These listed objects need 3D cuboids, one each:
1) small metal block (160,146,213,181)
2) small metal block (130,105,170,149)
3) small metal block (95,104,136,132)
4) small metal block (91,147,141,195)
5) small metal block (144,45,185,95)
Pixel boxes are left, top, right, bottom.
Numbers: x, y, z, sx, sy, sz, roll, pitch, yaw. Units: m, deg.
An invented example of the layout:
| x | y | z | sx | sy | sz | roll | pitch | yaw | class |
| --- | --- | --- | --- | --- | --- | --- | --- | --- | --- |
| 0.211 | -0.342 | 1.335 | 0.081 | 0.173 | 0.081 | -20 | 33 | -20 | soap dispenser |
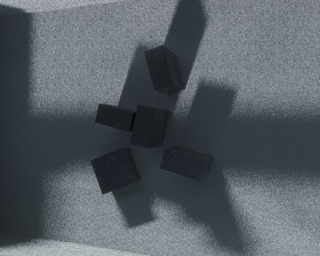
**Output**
| x | y | z | sx | sy | sz | roll | pitch | yaw | class |
| --- | --- | --- | --- | --- | --- | --- | --- | --- | --- |
| 0.034 | 0.042 | 0.385 | 0.050 | 0.050 | 0.025 | 16 | 96 | 19 | small metal block |
| -0.012 | -0.002 | 0.401 | 0.025 | 0.050 | 0.050 | 13 | 94 | 19 | small metal block |
| -0.050 | -0.013 | 0.415 | 0.050 | 0.050 | 0.025 | 15 | 95 | 19 | small metal block |
| -0.062 | 0.059 | 0.432 | 0.050 | 0.025 | 0.050 | -23 | 82 | 18 | small metal block |
| 0.007 | -0.072 | 0.395 | 0.025 | 0.050 | 0.050 | -17 | 85 | 19 | small metal block |
